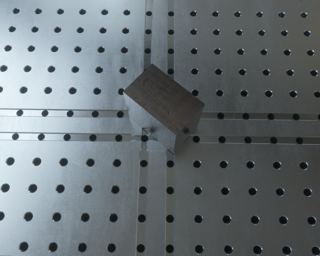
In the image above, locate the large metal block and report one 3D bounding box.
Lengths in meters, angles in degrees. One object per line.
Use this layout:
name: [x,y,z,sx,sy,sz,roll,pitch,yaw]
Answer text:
large metal block: [0.004,-0.021,0.390,0.080,0.080,0.050,40,75,13]
